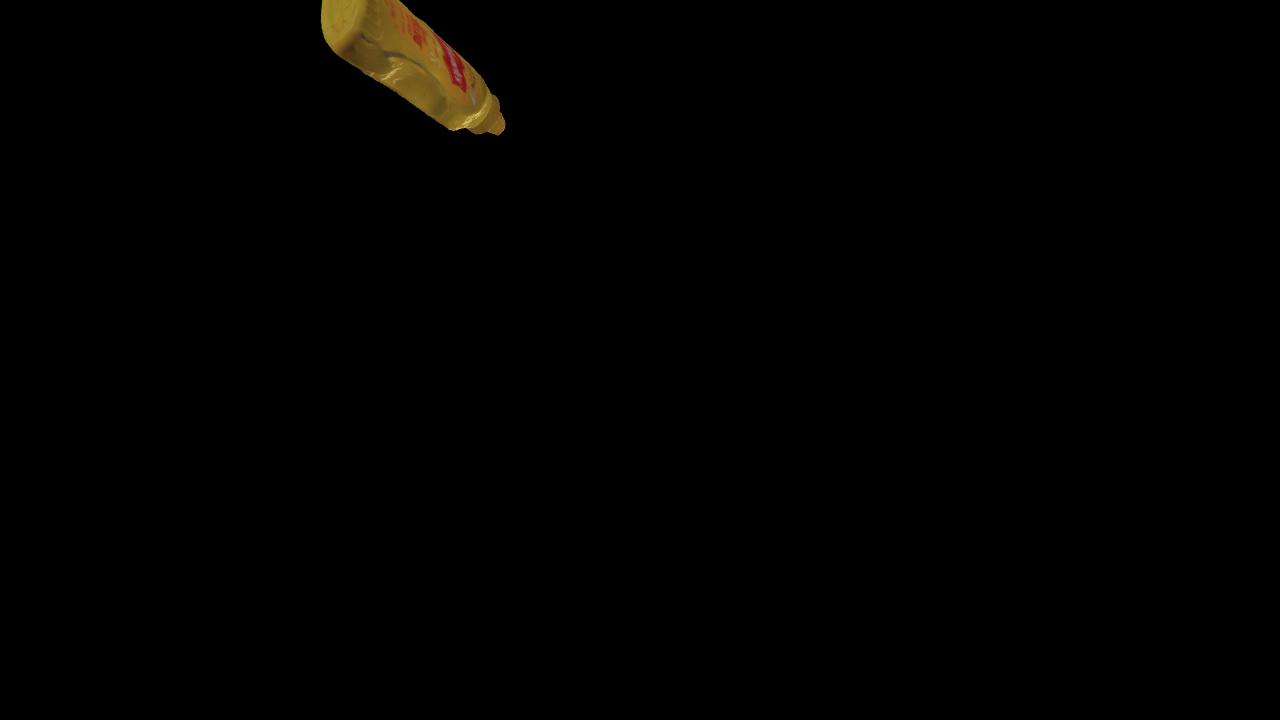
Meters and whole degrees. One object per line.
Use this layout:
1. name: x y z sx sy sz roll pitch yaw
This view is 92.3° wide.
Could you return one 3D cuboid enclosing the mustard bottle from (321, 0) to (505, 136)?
1. mustard bottle: -0.189 -0.258 0.556 0.054 0.092 0.184 -32 -27 20
